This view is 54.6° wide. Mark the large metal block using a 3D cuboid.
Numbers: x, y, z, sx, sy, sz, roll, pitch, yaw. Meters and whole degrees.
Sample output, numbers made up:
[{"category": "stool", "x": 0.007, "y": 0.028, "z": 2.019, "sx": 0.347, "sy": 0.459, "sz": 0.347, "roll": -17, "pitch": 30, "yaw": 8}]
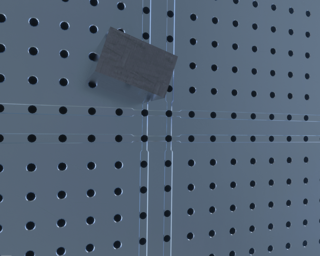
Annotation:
[{"category": "large metal block", "x": -0.037, "y": -0.070, "z": 0.370, "sx": 0.080, "sy": 0.080, "sz": 0.050, "roll": 19, "pitch": 84, "yaw": -19}]
